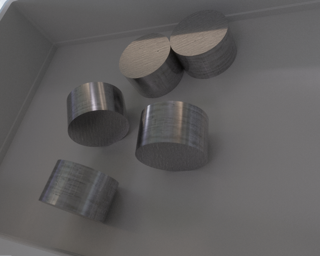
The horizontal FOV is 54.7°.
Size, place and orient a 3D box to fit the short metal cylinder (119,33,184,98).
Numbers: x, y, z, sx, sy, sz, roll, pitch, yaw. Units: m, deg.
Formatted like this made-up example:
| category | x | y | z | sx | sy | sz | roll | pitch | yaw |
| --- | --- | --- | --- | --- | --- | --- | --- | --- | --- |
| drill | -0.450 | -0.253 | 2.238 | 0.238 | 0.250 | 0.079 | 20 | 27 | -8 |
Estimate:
| category | x | y | z | sx | sy | sz | roll | pitch | yaw |
| --- | --- | --- | --- | --- | --- | --- | --- | --- | --- |
| short metal cylinder | -0.012 | -0.090 | 0.452 | 0.080 | 0.050 | 0.080 | -13 | 56 | 21 |

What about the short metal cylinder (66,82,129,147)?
| category | x | y | z | sx | sy | sz | roll | pitch | yaw |
| --- | --- | --- | --- | --- | --- | --- | --- | --- | --- |
| short metal cylinder | -0.086 | -0.017 | 0.426 | 0.080 | 0.080 | 0.050 | -25 | 53 | 13 |

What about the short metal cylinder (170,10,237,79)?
| category | x | y | z | sx | sy | sz | roll | pitch | yaw |
| --- | --- | --- | --- | --- | --- | --- | --- | --- | --- |
| short metal cylinder | 0.061 | -0.115 | 0.429 | 0.080 | 0.050 | 0.080 | -13 | 56 | 21 |

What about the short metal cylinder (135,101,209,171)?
| category | x | y | z | sx | sy | sz | roll | pitch | yaw |
| --- | --- | --- | --- | --- | --- | --- | --- | --- | --- |
| short metal cylinder | 0.015 | 0.012 | 0.355 | 0.080 | 0.080 | 0.050 | -8 | 59 | 24 |

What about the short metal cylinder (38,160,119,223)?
| category | x | y | z | sx | sy | sz | roll | pitch | yaw |
| --- | --- | --- | --- | --- | --- | --- | --- | --- | --- |
| short metal cylinder | -0.096 | 0.077 | 0.374 | 0.080 | 0.080 | 0.050 | 6 | 65 | 31 |
